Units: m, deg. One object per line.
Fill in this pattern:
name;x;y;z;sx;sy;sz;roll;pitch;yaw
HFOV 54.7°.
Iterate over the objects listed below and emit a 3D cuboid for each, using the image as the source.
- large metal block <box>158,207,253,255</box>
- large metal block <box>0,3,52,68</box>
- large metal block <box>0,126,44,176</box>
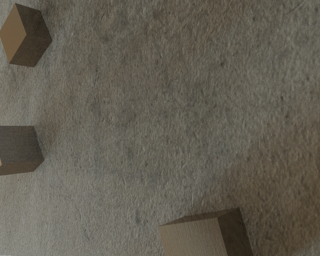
large metal block;0.053;0.139;0.344;0.080;0.050;0.080;-23;76;37
large metal block;-0.262;-0.177;0.601;0.080;0.050;0.080;-40;66;32
large metal block;-0.284;0.043;0.599;0.050;0.081;0.080;-39;67;33
